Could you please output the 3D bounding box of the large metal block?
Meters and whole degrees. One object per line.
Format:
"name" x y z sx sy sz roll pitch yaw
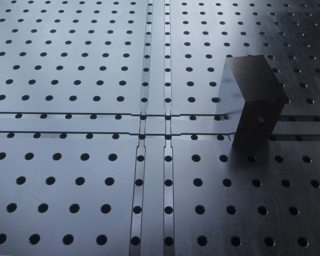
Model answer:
"large metal block" 0.115 -0.037 0.405 0.050 0.080 0.080 -6 50 -5
